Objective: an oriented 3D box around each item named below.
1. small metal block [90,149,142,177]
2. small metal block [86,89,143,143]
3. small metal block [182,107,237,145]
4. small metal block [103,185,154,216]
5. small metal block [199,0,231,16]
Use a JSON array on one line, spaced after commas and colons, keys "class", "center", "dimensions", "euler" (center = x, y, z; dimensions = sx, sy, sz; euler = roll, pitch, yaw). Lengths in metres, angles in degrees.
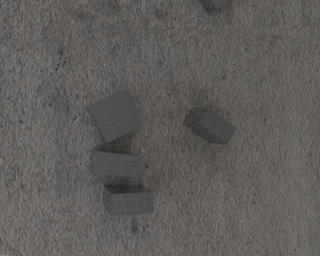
[{"class": "small metal block", "center": [-0.055, 0.042, 0.375], "dimensions": [0.050, 0.050, 0.025], "euler": [8, 87, -20]}, {"class": "small metal block", "center": [-0.057, -0.015, 0.388], "dimensions": [0.050, 0.025, 0.050], "euler": [-27, 99, -18]}, {"class": "small metal block", "center": [0.066, -0.003, 0.420], "dimensions": [0.050, 0.050, 0.025], "euler": [36, 79, -17]}, {"class": "small metal block", "center": [-0.040, 0.087, 0.381], "dimensions": [0.050, 0.050, 0.025], "euler": [2, 90, -20]}, {"class": "small metal block", "center": [0.079, -0.197, 0.438], "dimensions": [0.050, 0.025, 0.050], "euler": [-38, 102, -16]}]
